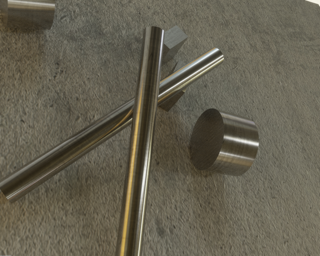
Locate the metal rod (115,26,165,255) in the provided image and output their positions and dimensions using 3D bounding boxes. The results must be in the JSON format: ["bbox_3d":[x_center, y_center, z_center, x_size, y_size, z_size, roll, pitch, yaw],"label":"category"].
[{"bbox_3d":[-0.021,0.033,0.319,0.025,0.025,0.299,12,73,-22],"label":"metal rod"}]

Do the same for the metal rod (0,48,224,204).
[{"bbox_3d":[-0.035,-0.018,0.354,0.302,0.025,0.025,-35,82,-25],"label":"metal rod"}]

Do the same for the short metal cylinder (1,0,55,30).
[{"bbox_3d":[-0.165,-0.163,0.379,0.050,0.080,0.080,-7,65,-31],"label":"short metal cylinder"}]

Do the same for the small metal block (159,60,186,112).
[{"bbox_3d":[0.019,-0.059,0.434,0.025,0.050,0.050,30,52,-9],"label":"small metal block"}]

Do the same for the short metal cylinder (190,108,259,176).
[{"bbox_3d":[0.080,0.019,0.400,0.050,0.080,0.080,13,56,-21],"label":"short metal cylinder"}]

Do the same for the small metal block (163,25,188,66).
[{"bbox_3d":[0.009,-0.120,0.466,0.025,0.050,0.050,45,51,2],"label":"small metal block"}]
